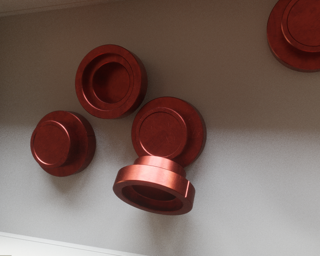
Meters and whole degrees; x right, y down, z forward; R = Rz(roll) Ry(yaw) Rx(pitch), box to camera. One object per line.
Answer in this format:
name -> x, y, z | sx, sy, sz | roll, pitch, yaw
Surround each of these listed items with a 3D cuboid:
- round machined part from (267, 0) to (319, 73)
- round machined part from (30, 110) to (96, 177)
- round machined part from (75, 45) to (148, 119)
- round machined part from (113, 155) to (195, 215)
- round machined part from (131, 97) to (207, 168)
round machined part -> 0.170, -0.113, 0.342 | 0.098, 0.042, 0.097 | 0, 90, 19
round machined part -> -0.147, 0.023, 0.452 | 0.098, 0.042, 0.097 | 0, 90, 19
round machined part -> -0.062, -0.060, 0.422 | 0.098, 0.042, 0.097 | 0, 90, 19
round machined part -> -0.005, 0.069, 0.383 | 0.098, 0.098, 0.042 | 2, 55, 19
round machined part -> 0.007, 0.008, 0.398 | 0.098, 0.042, 0.097 | 0, 90, 19
